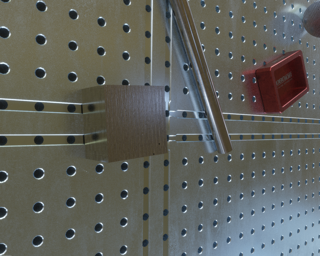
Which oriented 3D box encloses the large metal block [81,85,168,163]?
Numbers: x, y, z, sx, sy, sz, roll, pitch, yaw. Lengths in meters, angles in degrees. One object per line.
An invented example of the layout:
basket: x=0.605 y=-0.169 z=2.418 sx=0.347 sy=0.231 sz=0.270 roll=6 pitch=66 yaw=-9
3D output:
large metal block: x=-0.040 y=-0.007 z=0.359 sx=0.081 sy=0.050 sz=0.079 roll=-5 pitch=94 yaw=-40

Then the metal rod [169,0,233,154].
metal rod: x=0.055 y=-0.099 z=0.454 sx=0.025 sy=0.025 sz=0.298 roll=-32 pitch=110 yaw=-35

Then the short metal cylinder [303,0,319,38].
short metal cylinder: x=0.363 y=-0.245 z=0.677 sx=0.050 sy=0.080 sz=0.080 roll=-40 pitch=115 yaw=-33

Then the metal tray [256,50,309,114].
metal tray: x=0.245 y=-0.092 z=0.610 sx=0.131 sy=0.030 sz=0.090 roll=-30 pitch=109 yaw=-36
